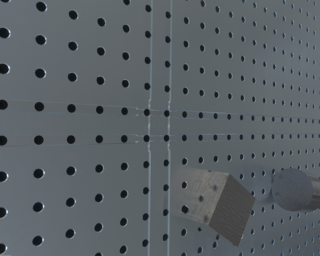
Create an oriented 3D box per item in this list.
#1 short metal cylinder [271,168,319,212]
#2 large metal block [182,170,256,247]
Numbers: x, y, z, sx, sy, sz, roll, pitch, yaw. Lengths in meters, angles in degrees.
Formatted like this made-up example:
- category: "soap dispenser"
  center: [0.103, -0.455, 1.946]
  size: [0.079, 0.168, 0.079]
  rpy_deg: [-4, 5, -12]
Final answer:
- category: "short metal cylinder"
  center: [0.264, 0.120, 0.595]
  size: [0.050, 0.080, 0.080]
  rpy_deg: [16, 80, -39]
- category: "large metal block"
  center: [0.092, 0.120, 0.470]
  size: [0.080, 0.050, 0.080]
  rpy_deg: [42, 64, -32]
